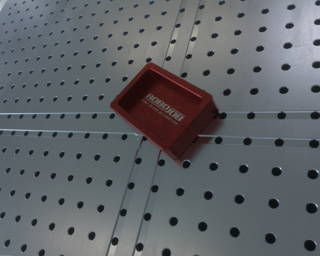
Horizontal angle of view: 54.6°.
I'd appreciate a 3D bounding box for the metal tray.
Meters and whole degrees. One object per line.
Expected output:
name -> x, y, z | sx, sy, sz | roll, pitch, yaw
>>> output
metal tray -> 0.002, -0.028, 0.422 | 0.090, 0.030, 0.130 | -49, 51, -6
